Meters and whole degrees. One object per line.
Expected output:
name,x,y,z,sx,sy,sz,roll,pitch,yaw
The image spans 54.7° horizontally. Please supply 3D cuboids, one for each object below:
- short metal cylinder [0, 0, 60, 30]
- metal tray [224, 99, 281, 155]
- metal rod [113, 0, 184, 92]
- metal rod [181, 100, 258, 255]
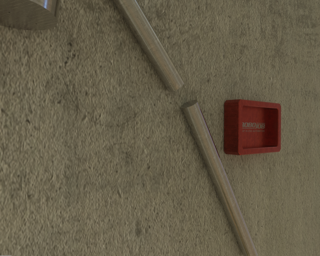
short metal cylinder,-0.127,-0.123,0.263,0.081,0.080,0.050,8,85,-40
metal tray,0.165,-0.001,0.542,0.131,0.030,0.089,0,90,-40
metal rod,-0.053,-0.169,0.361,0.025,0.025,0.299,-49,119,-29
metal rod,0.100,0.094,0.491,0.025,0.025,0.299,-38,114,-34
